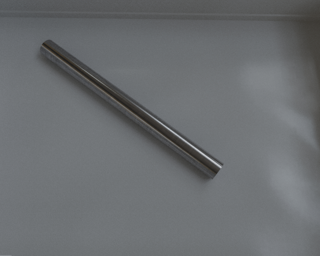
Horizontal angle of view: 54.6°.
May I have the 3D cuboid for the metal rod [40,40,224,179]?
[{"bbox_3d":[-0.046,-0.031,0.420,0.300,0.025,0.025,36,74,12],"label":"metal rod"}]
